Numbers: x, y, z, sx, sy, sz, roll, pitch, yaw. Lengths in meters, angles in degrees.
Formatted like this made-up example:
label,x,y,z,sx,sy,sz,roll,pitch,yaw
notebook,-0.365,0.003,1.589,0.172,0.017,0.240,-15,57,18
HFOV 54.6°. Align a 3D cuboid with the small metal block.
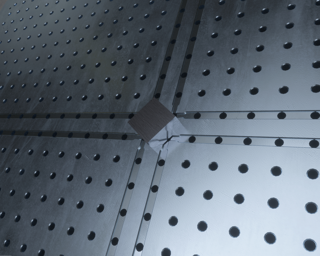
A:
label,x,y,z,sx,sy,sz,roll,pitch,yaw
small metal block,-0.007,-0.006,0.417,0.050,0.025,0.050,-44,51,-2
